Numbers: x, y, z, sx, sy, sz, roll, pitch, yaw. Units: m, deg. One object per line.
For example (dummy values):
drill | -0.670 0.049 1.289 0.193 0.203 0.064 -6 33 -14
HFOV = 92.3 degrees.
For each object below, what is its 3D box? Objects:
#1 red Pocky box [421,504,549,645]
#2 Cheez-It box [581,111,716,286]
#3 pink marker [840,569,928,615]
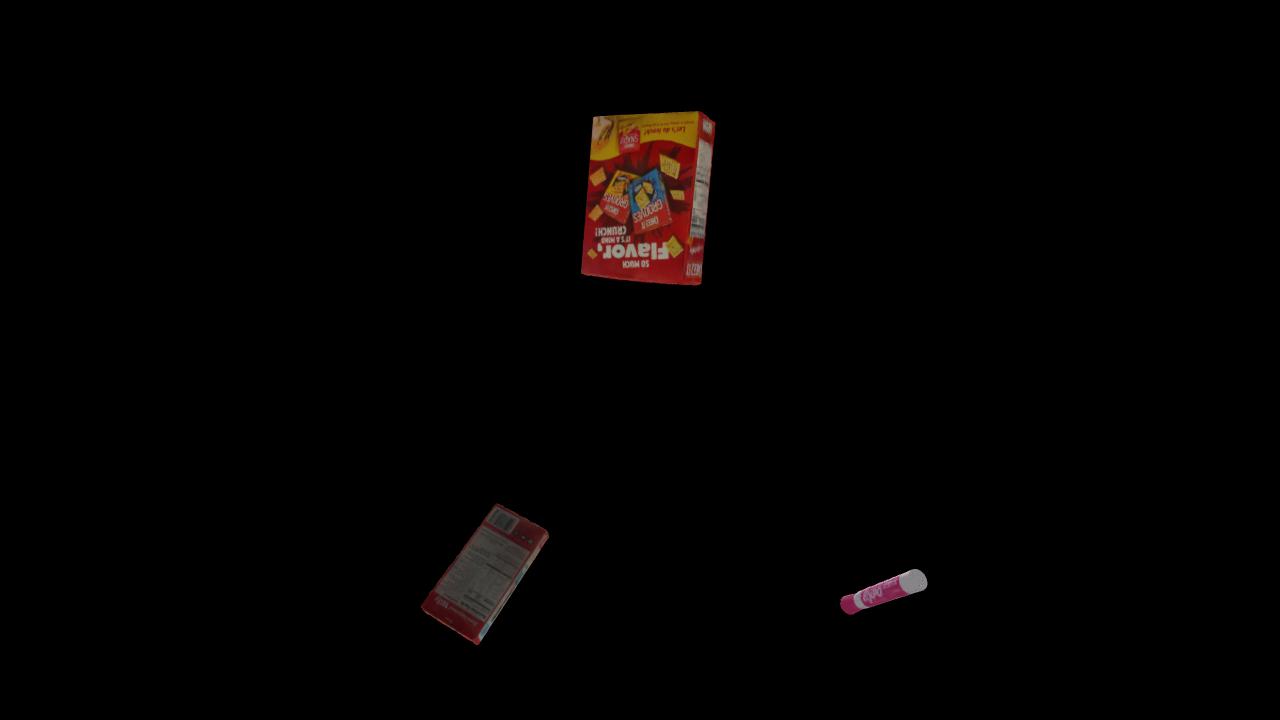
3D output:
red Pocky box | -0.191 0.264 0.772 0.083 0.155 0.028 24 -35 16
Cheez-It box | 0.010 -0.220 0.853 0.166 0.223 0.071 9 10 29
pink marker | 0.230 0.226 0.592 0.020 0.020 0.121 0 -31 -19
